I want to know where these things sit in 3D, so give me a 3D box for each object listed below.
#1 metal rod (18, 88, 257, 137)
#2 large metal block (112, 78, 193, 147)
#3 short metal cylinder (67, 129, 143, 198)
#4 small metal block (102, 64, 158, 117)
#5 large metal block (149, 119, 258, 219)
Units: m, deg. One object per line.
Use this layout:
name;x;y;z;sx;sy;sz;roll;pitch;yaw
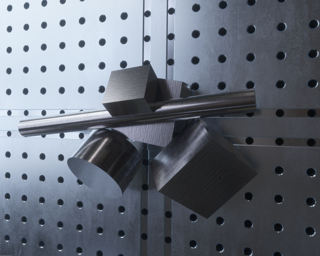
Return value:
metal rod;-0.042;-0.015;0.370;0.301;0.025;0.025;-6;88;20
large metal block;-0.010;-0.023;0.398;0.080;0.050;0.079;12;94;19
short metal cylinder;-0.070;0.046;0.398;0.080;0.080;0.050;21;54;18
small metal block;-0.033;-0.043;0.354;0.050;0.025;0.050;-6;53;20
large metal block;0.048;0.046;0.356;0.080;0.050;0.080;36;106;-29
